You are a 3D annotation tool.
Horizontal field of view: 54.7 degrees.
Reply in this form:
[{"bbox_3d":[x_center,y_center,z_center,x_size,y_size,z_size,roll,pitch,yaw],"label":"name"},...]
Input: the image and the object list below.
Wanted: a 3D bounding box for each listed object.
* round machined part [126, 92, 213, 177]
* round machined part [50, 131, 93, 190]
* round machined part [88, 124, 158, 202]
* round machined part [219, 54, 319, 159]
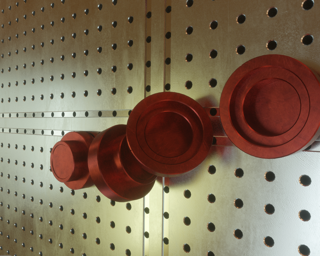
[{"bbox_3d":[0.009,0.010,0.366,0.042,0.099,0.098,108,143,-71],"label":"round machined part"},{"bbox_3d":[-0.146,0.054,0.516,0.098,0.042,0.097,0,90,39],"label":"round machined part"},{"bbox_3d":[-0.037,0.041,0.390,0.042,0.099,0.098,-23,76,39],"label":"round machined part"},{"bbox_3d":[0.112,-0.020,0.305,0.098,0.042,0.097,0,90,39],"label":"round machined part"}]
